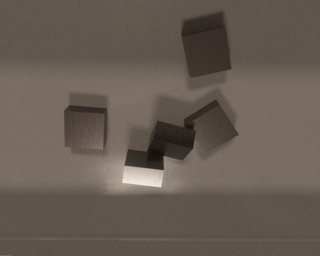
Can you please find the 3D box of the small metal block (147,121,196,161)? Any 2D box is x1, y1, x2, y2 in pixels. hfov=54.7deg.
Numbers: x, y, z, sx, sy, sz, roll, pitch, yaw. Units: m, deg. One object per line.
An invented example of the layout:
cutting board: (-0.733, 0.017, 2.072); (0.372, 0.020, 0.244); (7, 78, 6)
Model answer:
small metal block: (0.014, 0.018, 0.403); (0.050, 0.050, 0.025); (14, 65, -6)

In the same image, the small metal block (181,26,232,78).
small metal block: (0.056, -0.093, 0.378); (0.050, 0.025, 0.050); (-12, 110, 4)

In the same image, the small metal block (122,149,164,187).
small metal block: (-0.022, 0.053, 0.417); (0.050, 0.050, 0.025); (7, 110, -3)

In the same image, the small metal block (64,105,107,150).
small metal block: (-0.098, -0.001, 0.410); (0.050, 0.025, 0.050); (4, 110, -2)

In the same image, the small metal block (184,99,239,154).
small metal block: (0.068, -0.002, 0.412); (0.050, 0.025, 0.050); (-33, 107, 11)
